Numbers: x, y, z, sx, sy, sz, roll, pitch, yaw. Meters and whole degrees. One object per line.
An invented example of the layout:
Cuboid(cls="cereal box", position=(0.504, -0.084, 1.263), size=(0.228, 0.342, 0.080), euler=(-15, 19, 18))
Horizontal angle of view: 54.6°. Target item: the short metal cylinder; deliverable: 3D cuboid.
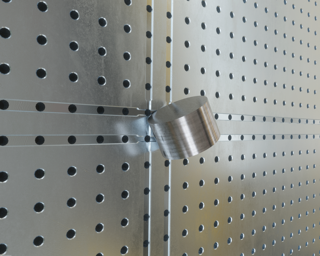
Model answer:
Cuboid(cls="short metal cylinder", position=(0.031, -0.002, 0.397), size=(0.080, 0.080, 0.050), euler=(-35, 111, -34))
